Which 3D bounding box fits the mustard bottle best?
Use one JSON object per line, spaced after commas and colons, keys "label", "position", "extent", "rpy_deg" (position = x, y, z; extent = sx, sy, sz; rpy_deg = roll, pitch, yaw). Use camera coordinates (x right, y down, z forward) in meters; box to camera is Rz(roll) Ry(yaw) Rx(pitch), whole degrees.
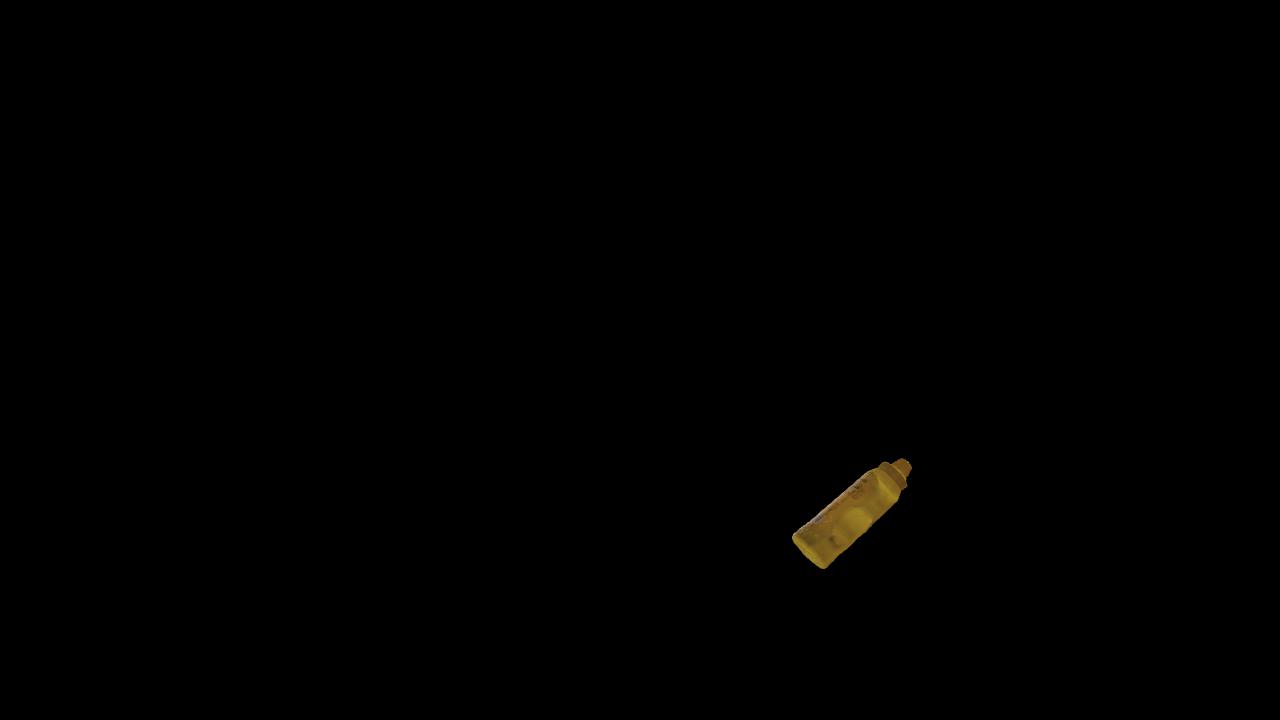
{"label": "mustard bottle", "position": [0.288, 0.195, 0.813], "extent": [0.184, 0.054, 0.092], "rpy_deg": [-40, -12, -6]}
